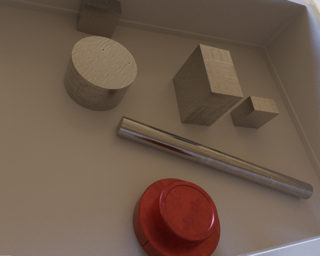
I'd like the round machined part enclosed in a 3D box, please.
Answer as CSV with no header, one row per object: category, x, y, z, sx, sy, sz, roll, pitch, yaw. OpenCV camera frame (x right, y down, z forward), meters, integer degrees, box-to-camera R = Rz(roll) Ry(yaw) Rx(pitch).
round machined part,0.024,0.098,0.339,0.099,0.042,0.098,15,46,-16

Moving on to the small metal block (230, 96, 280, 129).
small metal block,0.148,-0.023,0.486,0.050,0.050,0.025,6,59,-26

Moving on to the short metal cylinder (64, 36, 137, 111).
short metal cylinder,-0.076,-0.068,0.392,0.081,0.050,0.080,14,56,-21

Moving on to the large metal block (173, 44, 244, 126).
large metal block,0.064,-0.058,0.443,0.050,0.080,0.080,6,59,-26

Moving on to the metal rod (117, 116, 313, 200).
metal rod,0.086,0.046,0.425,0.302,0.025,0.025,20,54,-17

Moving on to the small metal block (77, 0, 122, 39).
small metal block,-0.088,-0.159,0.440,0.050,0.050,0.025,7,59,-25
